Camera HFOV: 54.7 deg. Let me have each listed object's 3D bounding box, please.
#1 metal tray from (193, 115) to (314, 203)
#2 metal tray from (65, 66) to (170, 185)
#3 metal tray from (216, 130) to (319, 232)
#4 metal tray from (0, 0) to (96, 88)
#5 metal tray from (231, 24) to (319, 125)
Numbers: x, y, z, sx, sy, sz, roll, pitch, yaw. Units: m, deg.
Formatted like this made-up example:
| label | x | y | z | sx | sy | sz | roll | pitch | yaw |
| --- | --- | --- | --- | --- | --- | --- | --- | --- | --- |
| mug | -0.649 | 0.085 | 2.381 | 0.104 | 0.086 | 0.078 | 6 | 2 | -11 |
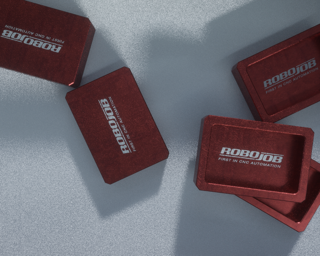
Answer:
| label | x | y | z | sx | sy | sz | roll | pitch | yaw |
| --- | --- | --- | --- | --- | --- | --- | --- | --- | --- |
| metal tray | 0.112 | 0.036 | 0.378 | 0.131 | 0.030 | 0.089 | 7 | 90 | 0 |
| metal tray | -0.054 | -0.003 | 0.408 | 0.090 | 0.030 | 0.129 | -25 | 90 | 0 |
| metal tray | 0.148 | 0.065 | 0.409 | 0.130 | 0.030 | 0.090 | 31 | 90 | 0 |
| metal tray | -0.162 | -0.113 | 0.407 | 0.131 | 0.030 | 0.090 | 16 | 90 | 0 |
| metal tray | 0.174 | -0.070 | 0.409 | 0.131 | 0.030 | 0.090 | -25 | 90 | 0 |
